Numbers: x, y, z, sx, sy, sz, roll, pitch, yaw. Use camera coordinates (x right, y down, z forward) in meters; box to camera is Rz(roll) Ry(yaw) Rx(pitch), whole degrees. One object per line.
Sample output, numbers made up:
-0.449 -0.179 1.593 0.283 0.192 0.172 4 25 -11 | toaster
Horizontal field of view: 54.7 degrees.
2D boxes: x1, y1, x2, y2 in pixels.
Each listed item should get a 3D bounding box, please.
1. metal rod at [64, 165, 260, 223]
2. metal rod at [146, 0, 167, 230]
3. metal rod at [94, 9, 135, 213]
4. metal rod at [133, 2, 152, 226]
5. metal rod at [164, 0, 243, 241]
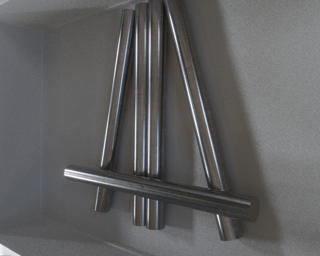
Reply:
-0.025 0.074 0.392 0.300 0.025 0.025 2 91 40 | metal rod
-0.004 -0.018 0.409 0.025 0.025 0.298 1 91 40 | metal rod
-0.065 -0.020 0.460 0.025 0.025 0.298 16 100 39 | metal rod
-0.023 -0.018 0.425 0.025 0.025 0.298 1 91 40 | metal rod
0.048 -0.023 0.366 0.025 0.025 0.299 -20 77 38 | metal rod
